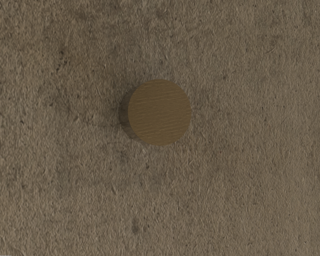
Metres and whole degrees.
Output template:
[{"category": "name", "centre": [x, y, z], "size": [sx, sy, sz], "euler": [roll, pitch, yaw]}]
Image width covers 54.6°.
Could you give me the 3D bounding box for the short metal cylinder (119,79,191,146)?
[{"category": "short metal cylinder", "centre": [-0.007, -0.019, 0.393], "size": [0.081, 0.050, 0.080], "euler": [0, 90, -20]}]
